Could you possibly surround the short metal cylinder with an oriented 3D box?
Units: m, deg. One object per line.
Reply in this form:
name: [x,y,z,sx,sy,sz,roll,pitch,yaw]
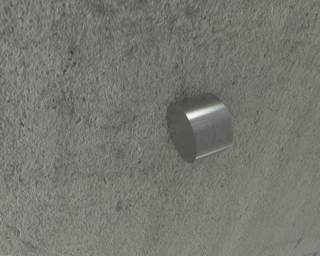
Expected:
short metal cylinder: [0.049,-0.001,0.397,0.050,0.080,0.080,-18,126,-18]
